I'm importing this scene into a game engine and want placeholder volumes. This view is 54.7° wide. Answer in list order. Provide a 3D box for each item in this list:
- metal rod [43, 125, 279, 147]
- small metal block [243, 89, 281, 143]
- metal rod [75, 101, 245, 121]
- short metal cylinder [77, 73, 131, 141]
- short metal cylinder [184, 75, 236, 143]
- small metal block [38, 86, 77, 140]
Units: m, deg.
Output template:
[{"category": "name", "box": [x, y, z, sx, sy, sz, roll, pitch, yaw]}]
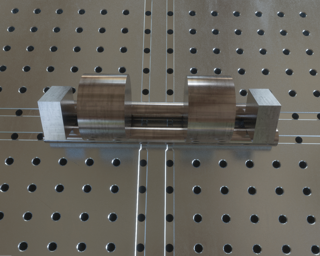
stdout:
[{"category": "metal rod", "box": [0.001, 0.010, 0.408, 0.302, 0.025, 0.025, 1, 70, 0]}, {"category": "small metal block", "box": [0.124, -0.016, 0.381, 0.025, 0.050, 0.050, 0, 29, 1]}, {"category": "metal rod", "box": [0.004, -0.023, 0.420, 0.302, 0.025, 0.025, 1, 70, 0]}, {"category": "short metal cylinder", "box": [-0.063, -0.024, 0.368, 0.050, 0.080, 0.080, 1, 70, 0]}, {"category": "short metal cylinder", "box": [0.056, -0.022, 0.368, 0.050, 0.080, 0.080, 1, 70, 0]}, {"category": "small metal block", "box": [-0.124, -0.019, 0.381, 0.025, 0.050, 0.050, 1, 28, 1]}]
